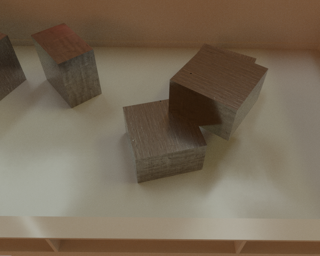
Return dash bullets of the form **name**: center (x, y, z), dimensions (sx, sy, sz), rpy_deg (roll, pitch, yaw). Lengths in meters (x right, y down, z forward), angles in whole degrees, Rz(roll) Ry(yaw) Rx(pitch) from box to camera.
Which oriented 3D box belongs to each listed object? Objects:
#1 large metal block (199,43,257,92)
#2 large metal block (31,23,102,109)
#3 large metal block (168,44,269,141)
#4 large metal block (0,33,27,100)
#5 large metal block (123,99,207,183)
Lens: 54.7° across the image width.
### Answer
- **large metal block**: center (0.084, -0.070, 0.449), dimensions (0.080, 0.050, 0.080), rpy_deg (22, 53, 17)
- **large metal block**: center (-0.132, -0.089, 0.443), dimensions (0.050, 0.080, 0.080), rpy_deg (-32, 57, -24)
- **large metal block**: center (0.066, -0.044, 0.362), dimensions (0.080, 0.050, 0.080), rpy_deg (28, 55, 21)
- **large metal block**: center (-0.249, -0.083, 0.436), dimensions (0.050, 0.080, 0.080), rpy_deg (22, 53, 17)
- **large metal block**: center (0.003, 0.013, 0.378), dimensions (0.081, 0.050, 0.080), rpy_deg (-11, 51, -9)
